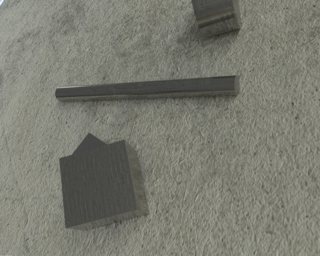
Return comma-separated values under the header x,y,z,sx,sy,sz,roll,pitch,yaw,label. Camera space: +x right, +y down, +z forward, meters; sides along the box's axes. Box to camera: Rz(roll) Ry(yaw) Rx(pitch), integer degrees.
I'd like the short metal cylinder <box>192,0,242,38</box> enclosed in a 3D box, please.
x,y,z,sx,sy,sz,roll,pitch,yaw,label
0.080,-0.173,0.433,0.050,0.080,0.080,-10,57,23,short metal cylinder

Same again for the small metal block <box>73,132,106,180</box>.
x,y,z,sx,sy,sz,roll,pitch,yaw,label
-0.091,0.041,0.427,0.050,0.025,0.050,28,77,37,small metal block

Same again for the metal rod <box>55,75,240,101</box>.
x,y,z,sx,sy,sz,roll,pitch,yaw,label
-0.036,-0.056,0.456,0.300,0.025,0.025,1,62,28,metal rod

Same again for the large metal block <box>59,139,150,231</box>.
x,y,z,sx,sy,sz,roll,pitch,yaw,label
-0.065,0.068,0.362,0.080,0.050,0.080,-16,66,6,large metal block
